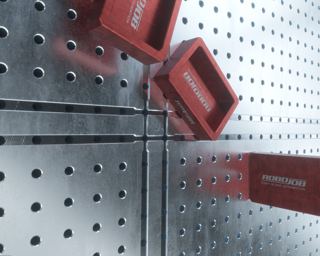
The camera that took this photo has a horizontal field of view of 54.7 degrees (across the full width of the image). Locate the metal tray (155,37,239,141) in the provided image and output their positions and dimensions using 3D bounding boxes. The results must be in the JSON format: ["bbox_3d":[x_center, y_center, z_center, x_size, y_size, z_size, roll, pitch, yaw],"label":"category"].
[{"bbox_3d":[0.060,-0.055,0.457,0.130,0.030,0.090,51,60,-28],"label":"metal tray"}]

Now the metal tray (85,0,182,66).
[{"bbox_3d":[-0.020,-0.149,0.350,0.090,0.030,0.130,24,75,-38],"label":"metal tray"}]

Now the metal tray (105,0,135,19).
[{"bbox_3d":[-0.047,-0.207,0.367,0.090,0.030,0.130,39,66,-33],"label":"metal tray"}]

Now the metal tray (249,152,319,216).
[{"bbox_3d":[0.216,0.090,0.526,0.030,0.130,0.089,-2,92,-40],"label":"metal tray"}]
